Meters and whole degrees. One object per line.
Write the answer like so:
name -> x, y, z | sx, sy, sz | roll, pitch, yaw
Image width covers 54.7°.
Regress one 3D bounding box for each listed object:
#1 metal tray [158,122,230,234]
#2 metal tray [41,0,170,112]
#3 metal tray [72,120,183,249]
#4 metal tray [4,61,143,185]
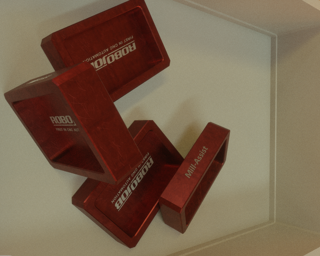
metal tray -> 0.049, 0.066, 0.414 | 0.130, 0.030, 0.090 | -53, 155, -26
metal tray -> -0.055, -0.085, 0.356 | 0.131, 0.030, 0.090 | -39, 114, -33
metal tray -> -0.030, 0.064, 0.377 | 0.090, 0.030, 0.130 | 52, 60, -28
metal tray -> -0.081, -0.002, 0.270 | 0.030, 0.130, 0.090 | -40, 115, -33
